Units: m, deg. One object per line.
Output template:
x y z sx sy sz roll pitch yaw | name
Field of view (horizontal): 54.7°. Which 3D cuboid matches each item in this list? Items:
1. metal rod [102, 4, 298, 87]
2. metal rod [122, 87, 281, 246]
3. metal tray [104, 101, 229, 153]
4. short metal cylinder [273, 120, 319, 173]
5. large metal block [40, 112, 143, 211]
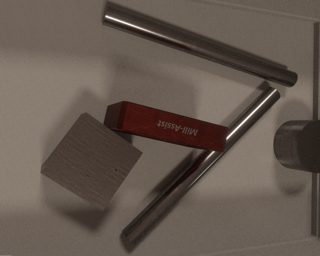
0.070 -0.109 0.437 0.302 0.025 0.025 13 86 -20 | metal rod
0.067 0.044 0.436 0.301 0.025 0.025 -42 104 -15 | metal rod
0.004 0.000 0.378 0.131 0.090 0.030 13 86 -20 | metal tray
0.227 0.027 0.483 0.081 0.050 0.079 0 90 -21 | short metal cylinder
-0.081 0.038 0.368 0.080 0.050 0.080 38 78 -17 | large metal block
